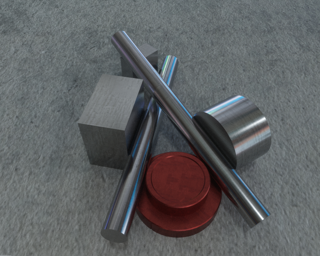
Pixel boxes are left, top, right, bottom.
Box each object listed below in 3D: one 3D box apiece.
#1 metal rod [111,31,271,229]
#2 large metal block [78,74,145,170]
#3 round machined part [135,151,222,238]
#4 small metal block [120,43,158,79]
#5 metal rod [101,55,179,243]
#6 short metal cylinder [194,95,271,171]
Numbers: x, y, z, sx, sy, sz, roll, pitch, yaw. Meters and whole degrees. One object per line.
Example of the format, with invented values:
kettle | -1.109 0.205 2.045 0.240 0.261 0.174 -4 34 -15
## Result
metal rod | 0.022 -0.016 0.374 0.025 0.025 0.300 -26 64 -20
large metal block | -0.053 -0.006 0.373 0.050 0.080 0.080 9 51 7
round machined part | 0.019 0.065 0.340 0.099 0.042 0.098 0 50 0
small metal block | -0.030 -0.091 0.464 0.025 0.050 0.050 38 59 27
metal rod | -0.012 -0.003 0.388 0.025 0.025 0.300 9 44 7
short metal cylinder | 0.082 0.008 0.364 0.050 0.080 0.080 -26 55 -20
